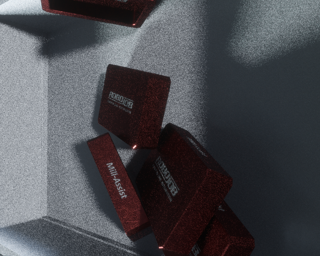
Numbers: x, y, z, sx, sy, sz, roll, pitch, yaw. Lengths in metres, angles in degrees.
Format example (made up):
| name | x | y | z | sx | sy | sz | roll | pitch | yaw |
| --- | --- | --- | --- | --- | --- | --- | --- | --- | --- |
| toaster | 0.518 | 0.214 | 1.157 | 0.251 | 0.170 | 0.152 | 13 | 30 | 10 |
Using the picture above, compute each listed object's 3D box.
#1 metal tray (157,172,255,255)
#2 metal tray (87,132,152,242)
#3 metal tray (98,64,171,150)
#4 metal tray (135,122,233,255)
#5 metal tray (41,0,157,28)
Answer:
| name | x | y | z | sx | sy | sz | roll | pitch | yaw |
| --- | --- | --- | --- | --- | --- | --- | --- | --- | --- |
| metal tray | 0.037 | 0.110 | 0.334 | 0.089 | 0.030 | 0.130 | -67 | 26 | 17 |
| metal tray | -0.052 | 0.080 | 0.411 | 0.130 | 0.030 | 0.090 | 61 | 169 | 22 |
| metal tray | -0.040 | -0.033 | 0.411 | 0.130 | 0.030 | 0.089 | 27 | 108 | 56 |
| metal tray | 0.017 | 0.058 | 0.339 | 0.090 | 0.030 | 0.130 | -61 | 23 | 11 |
| metal tray | -0.077 | -0.163 | 0.382 | 0.090 | 0.131 | 0.030 | 173 | 101 | -73 |
